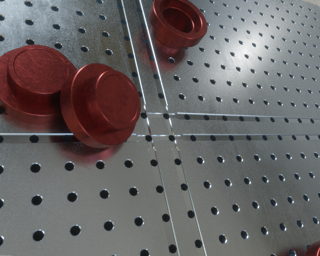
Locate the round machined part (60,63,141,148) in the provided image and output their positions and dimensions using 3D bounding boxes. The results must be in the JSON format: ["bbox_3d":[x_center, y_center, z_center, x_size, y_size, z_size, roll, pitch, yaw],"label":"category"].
[{"bbox_3d":[-0.060,-0.028,0.357,0.098,0.042,0.098,21,63,-47],"label":"round machined part"}]

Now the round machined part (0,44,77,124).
[{"bbox_3d":[-0.138,-0.057,0.357,0.099,0.042,0.098,13,56,-21],"label":"round machined part"}]

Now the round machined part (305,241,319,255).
[{"bbox_3d":[0.221,0.196,0.396,0.099,0.042,0.098,13,56,-21],"label":"round machined part"}]

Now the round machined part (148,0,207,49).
[{"bbox_3d":[0.026,-0.172,0.515,0.099,0.042,0.098,13,56,-21],"label":"round machined part"}]
